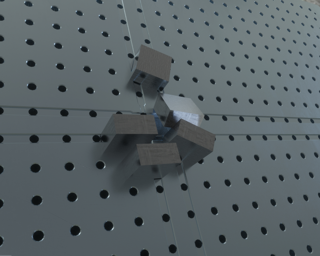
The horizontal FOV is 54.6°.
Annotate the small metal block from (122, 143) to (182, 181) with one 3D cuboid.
[{"bbox_3d":[-0.011,0.040,0.361,0.050,0.050,0.025,0,62,-28],"label":"small metal block"}]

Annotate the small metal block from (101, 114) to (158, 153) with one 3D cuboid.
[{"bbox_3d":[-0.037,0.007,0.367,0.050,0.050,0.025,1,62,-28],"label":"small metal block"}]

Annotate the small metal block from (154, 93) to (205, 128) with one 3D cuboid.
[{"bbox_3d":[0.024,-0.022,0.421,0.050,0.025,0.050,8,29,-24],"label":"small metal block"}]

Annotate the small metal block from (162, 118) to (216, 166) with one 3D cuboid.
[{"bbox_3d":[0.035,0.019,0.398,0.050,0.050,0.025,25,55,-13],"label":"small metal block"}]

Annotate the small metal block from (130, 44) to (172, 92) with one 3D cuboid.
[{"bbox_3d":[-0.012,-0.088,0.455,0.050,0.025,0.050,19,54,-17],"label":"small metal block"}]
